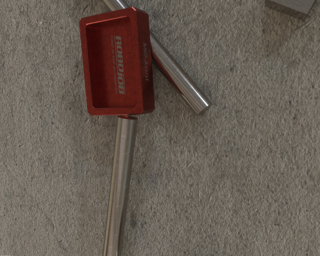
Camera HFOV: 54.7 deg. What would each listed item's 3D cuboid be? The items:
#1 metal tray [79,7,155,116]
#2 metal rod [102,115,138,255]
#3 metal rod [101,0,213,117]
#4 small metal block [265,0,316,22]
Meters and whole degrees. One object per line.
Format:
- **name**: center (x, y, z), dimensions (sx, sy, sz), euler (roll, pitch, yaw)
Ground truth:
- **metal tray**: center (-0.057, -0.083, 0.408), dimensions (0.090, 0.030, 0.129), euler (0, 98, 29)
- **metal rod**: center (-0.059, 0.132, 0.408), dimensions (0.025, 0.025, 0.298), euler (11, 101, 19)
- **metal rod**: center (-0.034, -0.138, 0.420), dimensions (0.025, 0.025, 0.300), euler (-41, 77, 15)
- **small metal block**: center (0.156, -0.158, 0.354), dimensions (0.050, 0.025, 0.050), euler (30, 99, 17)
